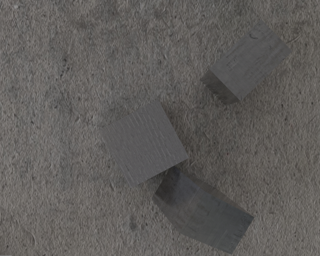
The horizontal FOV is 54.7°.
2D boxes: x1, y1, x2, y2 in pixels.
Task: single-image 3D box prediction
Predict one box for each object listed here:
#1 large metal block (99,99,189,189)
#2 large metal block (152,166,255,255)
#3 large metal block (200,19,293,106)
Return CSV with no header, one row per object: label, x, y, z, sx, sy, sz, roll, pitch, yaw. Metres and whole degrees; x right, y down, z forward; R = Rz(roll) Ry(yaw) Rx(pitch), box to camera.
large metal block,-0.019,0.019,0.397,0.080,0.050,0.080,-28,90,0
large metal block,0.048,0.095,0.369,0.080,0.080,0.050,31,90,-26
large metal block,0.101,-0.076,0.383,0.080,0.080,0.050,-44,90,0
